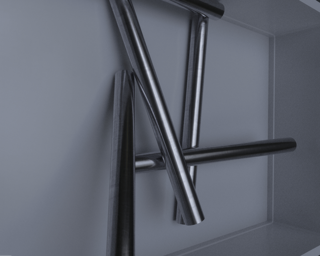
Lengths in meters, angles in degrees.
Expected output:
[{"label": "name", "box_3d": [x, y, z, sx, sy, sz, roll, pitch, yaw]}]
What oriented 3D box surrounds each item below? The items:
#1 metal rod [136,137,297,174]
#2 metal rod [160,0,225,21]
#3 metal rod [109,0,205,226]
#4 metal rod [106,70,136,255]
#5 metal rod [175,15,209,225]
[{"label": "metal rod", "box_3d": [0.090, 0.036, 0.443, 0.303, 0.025, 0.025, -3, 92, -31]}, {"label": "metal rod", "box_3d": [-0.030, -0.170, 0.348, 0.302, 0.025, 0.025, 1, 90, -41]}, {"label": "metal rod", "box_3d": [-0.006, -0.031, 0.366, 0.025, 0.025, 0.298, -20, 92, -39]}, {"label": "metal rod", "box_3d": [-0.036, 0.065, 0.296, 0.025, 0.025, 0.299, 26, 48, -37]}, {"label": "metal rod", "box_3d": [0.047, -0.015, 0.448, 0.025, 0.025, 0.298, 8, 85, -40]}]
